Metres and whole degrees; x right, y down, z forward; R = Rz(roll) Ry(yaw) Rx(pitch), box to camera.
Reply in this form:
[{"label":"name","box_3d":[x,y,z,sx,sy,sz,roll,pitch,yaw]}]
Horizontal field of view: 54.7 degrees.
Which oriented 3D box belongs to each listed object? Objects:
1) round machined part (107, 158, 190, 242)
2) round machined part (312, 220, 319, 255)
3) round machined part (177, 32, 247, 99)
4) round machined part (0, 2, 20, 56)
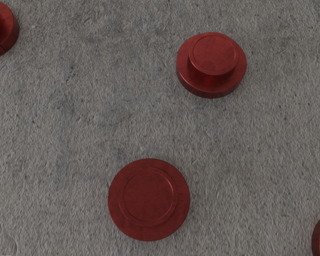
[{"label":"round machined part","box_3d":[-0.013,0.083,0.368,0.099,0.042,0.098,0,70,0]},{"label":"round machined part","box_3d":[0.230,0.139,0.350,0.099,0.042,0.098,0,70,0]},{"label":"round machined part","box_3d":[0.073,-0.094,0.434,0.099,0.042,0.098,0,70,0]},{"label":"round machined part","box_3d":[-0.264,-0.151,0.452,0.099,0.042,0.098,0,70,0]}]
